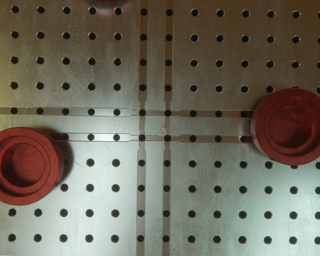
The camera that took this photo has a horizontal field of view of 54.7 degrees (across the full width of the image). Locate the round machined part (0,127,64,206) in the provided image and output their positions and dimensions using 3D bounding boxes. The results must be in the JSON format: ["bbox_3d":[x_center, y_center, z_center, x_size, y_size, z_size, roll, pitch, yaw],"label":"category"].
[{"bbox_3d":[-0.174,0.047,0.403,0.099,0.042,0.097,0,90,-1],"label":"round machined part"}]

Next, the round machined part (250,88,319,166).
[{"bbox_3d":[0.168,-0.002,0.407,0.099,0.042,0.097,0,90,-1],"label":"round machined part"}]
